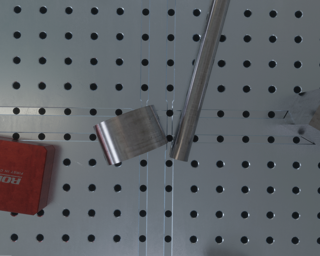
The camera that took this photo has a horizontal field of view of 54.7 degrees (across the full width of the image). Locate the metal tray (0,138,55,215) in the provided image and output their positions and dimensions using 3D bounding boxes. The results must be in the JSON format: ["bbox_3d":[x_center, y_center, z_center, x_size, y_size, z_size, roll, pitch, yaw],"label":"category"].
[{"bbox_3d":[-0.215,0.058,0.409,0.131,0.030,0.089,9,90,0],"label":"metal tray"}]

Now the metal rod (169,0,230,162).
[{"bbox_3d":[0.063,-0.103,0.413,0.025,0.025,0.298,15,90,0],"label":"metal rod"}]

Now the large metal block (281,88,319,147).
[{"bbox_3d":[0.214,-0.006,0.387,0.080,0.080,0.050,30,90,0],"label":"large metal block"}]

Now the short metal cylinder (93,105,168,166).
[{"bbox_3d":[-0.036,0.009,0.385,0.080,0.080,0.050,-21,90,0],"label":"short metal cylinder"}]
